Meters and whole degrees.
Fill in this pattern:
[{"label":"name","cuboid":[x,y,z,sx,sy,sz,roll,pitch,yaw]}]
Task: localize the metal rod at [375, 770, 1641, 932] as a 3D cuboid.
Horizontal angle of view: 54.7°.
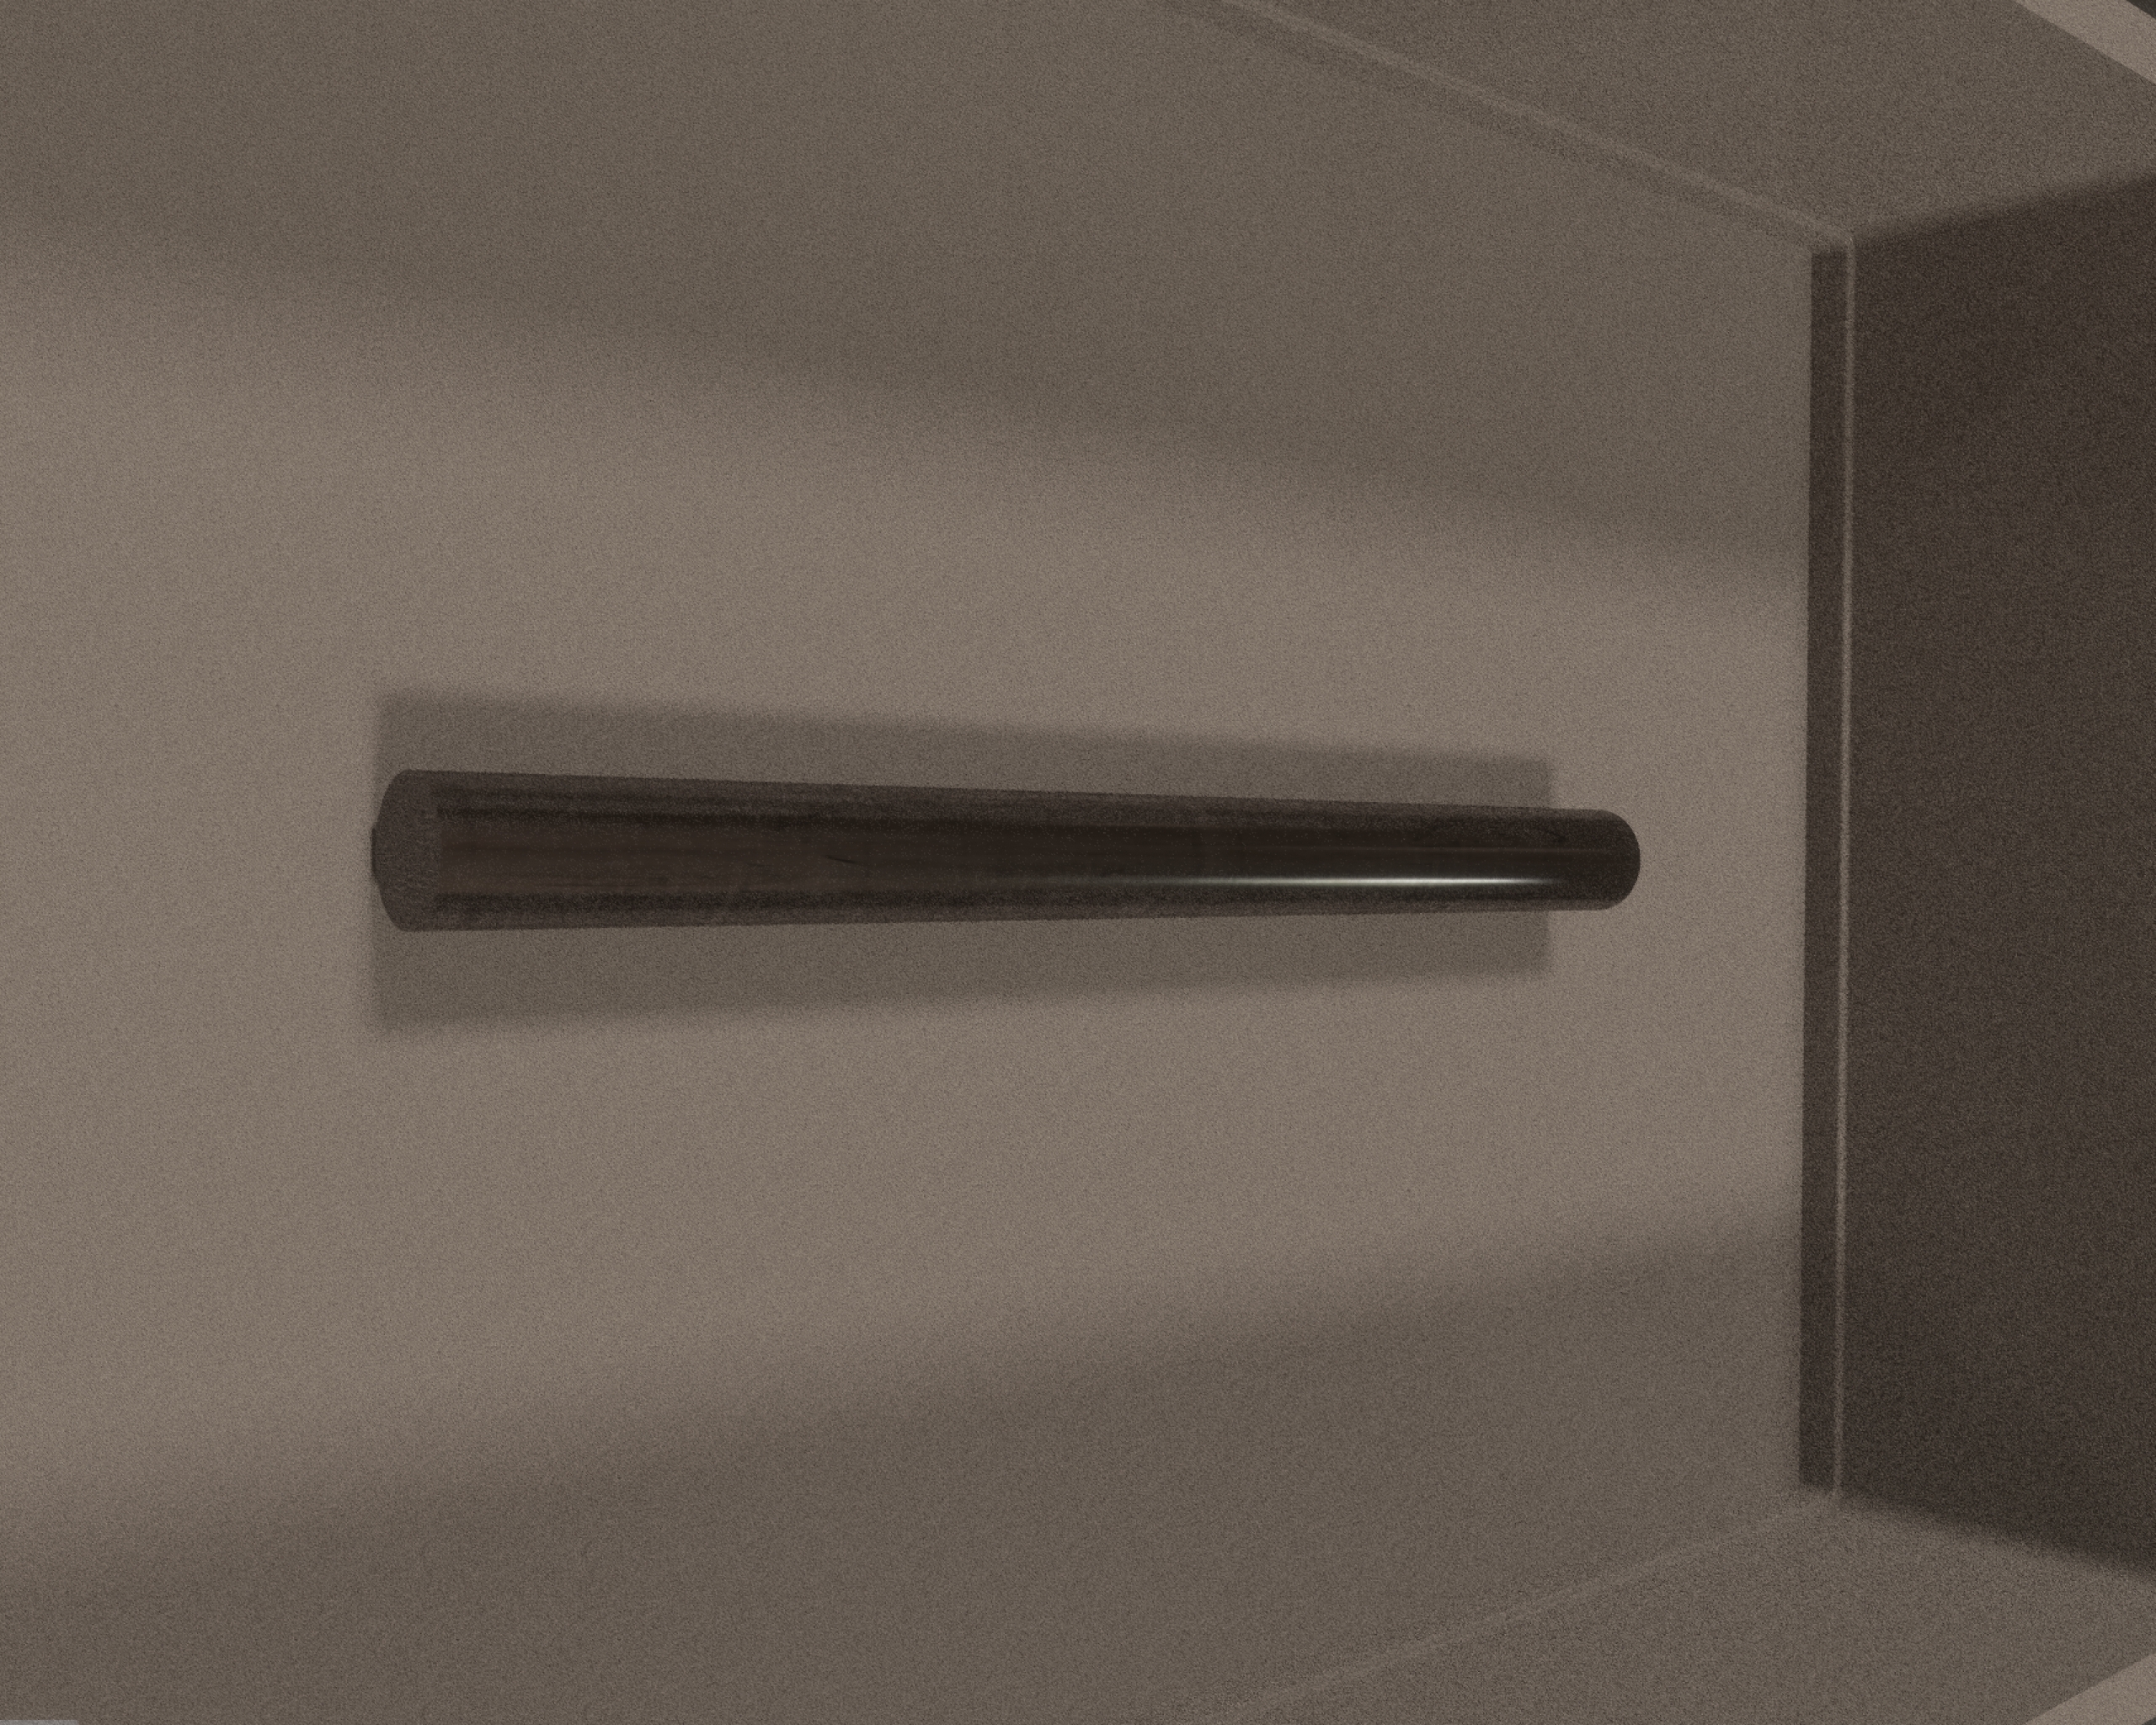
[{"label":"metal rod","cuboid":[0.013,-0.001,0.417,0.302,0.025,0.025,0,90,-40]}]
